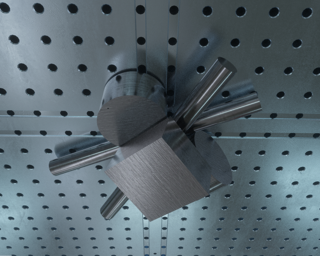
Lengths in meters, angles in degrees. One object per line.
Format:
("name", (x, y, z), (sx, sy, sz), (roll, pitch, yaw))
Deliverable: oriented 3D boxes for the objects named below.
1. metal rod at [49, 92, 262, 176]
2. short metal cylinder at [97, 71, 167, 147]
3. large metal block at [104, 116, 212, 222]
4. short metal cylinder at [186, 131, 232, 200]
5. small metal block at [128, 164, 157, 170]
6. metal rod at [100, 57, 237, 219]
("metal rod", (-0.017, 0.013, 0.418), (0.301, 0.025, 0.025), (-18, 128, 14))
("short metal cylinder", (-0.032, -0.021, 0.373), (0.081, 0.050, 0.079), (0, 130, 0))
("large metal block", (0.000, 0.047, 0.347), (0.080, 0.050, 0.080), (-32, 106, 25))
("short metal cylinder", (0.052, 0.050, 0.415), (0.050, 0.080, 0.080), (-35, 122, 27))
("small metal block", (-0.030, 0.054, 0.453), (0.050, 0.025, 0.050), (-22, 127, 17))
("metal rod", (-0.006, 0.033, 0.403), (0.025, 0.025, 0.298), (24, 126, -19))
